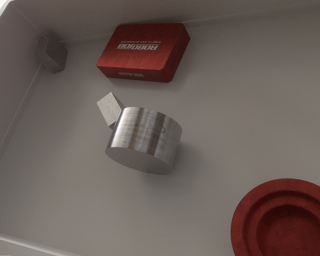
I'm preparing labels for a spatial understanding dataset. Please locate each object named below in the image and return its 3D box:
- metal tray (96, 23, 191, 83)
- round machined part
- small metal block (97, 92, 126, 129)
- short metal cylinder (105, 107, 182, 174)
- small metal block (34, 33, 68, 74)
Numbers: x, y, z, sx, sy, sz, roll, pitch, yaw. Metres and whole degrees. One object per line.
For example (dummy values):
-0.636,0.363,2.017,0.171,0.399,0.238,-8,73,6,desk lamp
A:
-0.028,-0.121,0.490,0.130,0.030,0.090,10,67,32,metal tray
0.116,0.098,0.274,0.098,0.042,0.098,-13,56,20,round machined part
-0.055,-0.014,0.426,0.025,0.050,0.050,-36,51,4,small metal block
-0.018,0.017,0.368,0.080,0.080,0.050,3,63,29,short metal cylinder
-0.201,-0.138,0.577,0.025,0.050,0.050,-14,56,20,small metal block
